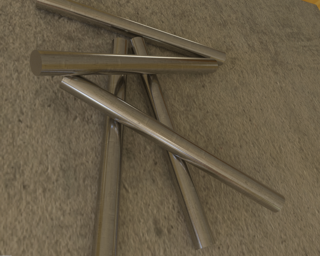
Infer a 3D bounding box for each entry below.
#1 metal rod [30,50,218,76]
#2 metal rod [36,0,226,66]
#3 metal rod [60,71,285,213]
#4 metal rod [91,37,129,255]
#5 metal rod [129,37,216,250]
[{"bbox_3d":[-0.017,-0.083,0.408,0.302,0.025,0.025,-11,67,-46],"label":"metal rod"},{"bbox_3d":[-0.030,-0.148,0.479,0.302,0.025,0.025,12,57,-22],"label":"metal rod"},{"bbox_3d":[0.022,0.020,0.371,0.301,0.025,0.025,31,52,-9],"label":"metal rod"},{"bbox_3d":[-0.056,0.007,0.370,0.025,0.025,0.299,13,56,-22],"label":"metal rod"},{"bbox_3d":[0.008,0.003,0.407,0.025,0.025,0.299,-4,64,-31],"label":"metal rod"}]
